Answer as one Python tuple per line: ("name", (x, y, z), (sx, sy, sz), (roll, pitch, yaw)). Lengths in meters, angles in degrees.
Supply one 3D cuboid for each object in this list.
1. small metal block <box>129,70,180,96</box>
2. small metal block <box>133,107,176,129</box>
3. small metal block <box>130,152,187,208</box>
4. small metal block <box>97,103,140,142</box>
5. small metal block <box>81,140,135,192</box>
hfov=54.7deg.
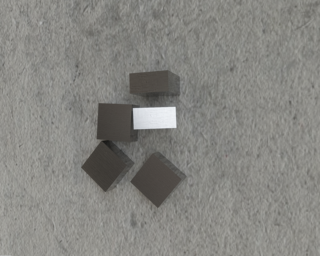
("small metal block", (-0.005, -0.055, 0.397), (0.050, 0.050, 0.025), (-1, 90, 19))
("small metal block", (-0.008, -0.011, 0.389), (0.050, 0.050, 0.025), (-2, 90, -6))
("small metal block", (-0.002, 0.067, 0.409), (0.050, 0.025, 0.050), (41, 103, 15))
("small metal block", (-0.058, -0.008, 0.428), (0.050, 0.025, 0.050), (4, 91, 19))
("small metal block", (-0.073, 0.052, 0.433), (0.050, 0.025, 0.050), (42, 103, 15))
